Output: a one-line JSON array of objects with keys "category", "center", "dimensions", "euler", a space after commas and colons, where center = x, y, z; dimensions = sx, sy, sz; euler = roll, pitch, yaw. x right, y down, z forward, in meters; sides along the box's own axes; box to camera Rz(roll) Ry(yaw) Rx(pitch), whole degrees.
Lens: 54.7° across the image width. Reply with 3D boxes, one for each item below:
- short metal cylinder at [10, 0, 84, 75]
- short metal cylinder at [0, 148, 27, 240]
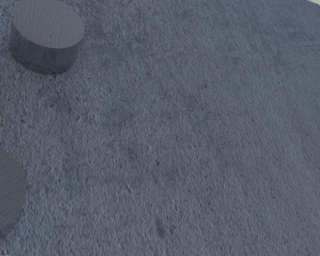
[{"category": "short metal cylinder", "center": [-0.139, -0.113, 0.381], "dimensions": [0.081, 0.050, 0.080], "euler": [14, 56, -21]}, {"category": "short metal cylinder", "center": [-0.160, 0.060, 0.265], "dimensions": [0.081, 0.050, 0.080], "euler": [14, 56, -21]}]
